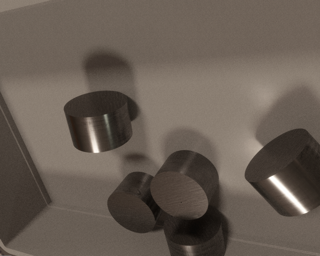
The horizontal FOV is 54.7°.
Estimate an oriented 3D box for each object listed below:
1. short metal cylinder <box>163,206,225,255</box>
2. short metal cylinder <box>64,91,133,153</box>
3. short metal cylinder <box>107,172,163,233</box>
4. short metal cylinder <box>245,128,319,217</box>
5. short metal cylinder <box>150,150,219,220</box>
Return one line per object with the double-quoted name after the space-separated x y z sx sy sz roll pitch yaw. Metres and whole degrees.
0.049 0.154 0.441 0.080 0.080 0.050 1 119 27 "short metal cylinder"
-0.079 -0.010 0.407 0.080 0.080 0.050 8 122 23 "short metal cylinder"
-0.033 0.115 0.480 0.080 0.050 0.079 13 124 20 "short metal cylinder"
0.138 0.046 0.328 0.050 0.080 0.080 46 129 -5 "short metal cylinder"
0.034 0.077 0.421 0.080 0.050 0.079 13 124 20 "short metal cylinder"
